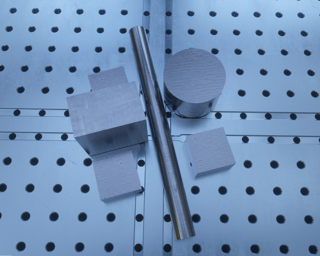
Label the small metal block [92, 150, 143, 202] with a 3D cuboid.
[{"bbox_3d":[-0.053,0.061,0.389,0.050,0.025,0.050,-15,71,-6],"label":"small metal block"}]

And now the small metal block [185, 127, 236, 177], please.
[{"bbox_3d":[0.064,0.031,0.401,0.050,0.025,0.050,-14,71,-6],"label":"small metal block"}]

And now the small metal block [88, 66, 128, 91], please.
[{"bbox_3d":[-0.068,-0.053,0.430,0.050,0.025,0.050,-16,71,-6],"label":"small metal block"}]

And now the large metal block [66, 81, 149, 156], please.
[{"bbox_3d":[-0.061,-0.009,0.383,0.081,0.080,0.050,-15,71,-6],"label":"large metal block"}]

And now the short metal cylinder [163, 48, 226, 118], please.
[{"bbox_3d":[0.044,-0.060,0.420,0.081,0.050,0.080,0,70,0],"label":"short metal cylinder"}]

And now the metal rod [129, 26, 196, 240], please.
[{"bbox_3d":[-0.002,-0.008,0.414,0.025,0.025,0.299,-12,70,-5],"label":"metal rod"}]
